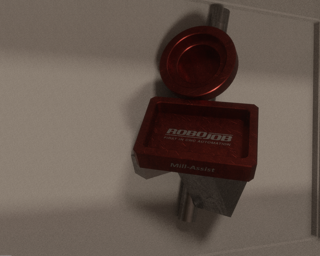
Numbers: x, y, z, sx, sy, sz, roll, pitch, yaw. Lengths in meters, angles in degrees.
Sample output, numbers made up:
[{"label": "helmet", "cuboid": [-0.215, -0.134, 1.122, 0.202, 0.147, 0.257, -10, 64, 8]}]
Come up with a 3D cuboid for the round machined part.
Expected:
[{"label": "round machined part", "cuboid": [0.053, -0.079, 0.404, 0.098, 0.042, 0.098, -7, 71, 20]}]

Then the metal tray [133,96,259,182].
[{"label": "metal tray", "cuboid": [0.044, 0.009, 0.360, 0.131, 0.030, 0.090, 6, 50, 12]}]

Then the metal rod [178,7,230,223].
[{"label": "metal rod", "cuboid": [0.062, -0.021, 0.434, 0.025, 0.025, 0.298, 11, 86, -20]}]

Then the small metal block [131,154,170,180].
[{"label": "small metal block", "cuboid": [-0.004, 0.043, 0.397, 0.050, 0.050, 0.025, -14, 96, -20]}]

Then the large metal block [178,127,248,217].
[{"label": "large metal block", "cuboid": [0.074, 0.053, 0.399, 0.080, 0.050, 0.080, -54, 133, -32]}]
